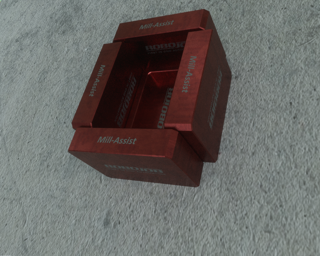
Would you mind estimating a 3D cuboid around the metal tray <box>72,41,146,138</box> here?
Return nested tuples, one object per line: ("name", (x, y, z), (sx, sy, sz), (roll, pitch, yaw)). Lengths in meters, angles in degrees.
("metal tray", (-0.058, -0.038, 0.415), (0.030, 0.090, 0.130), (1, 62, 28))

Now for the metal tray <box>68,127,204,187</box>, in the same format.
("metal tray", (-0.026, 0.034, 0.355), (0.130, 0.090, 0.030), (1, 63, 28))

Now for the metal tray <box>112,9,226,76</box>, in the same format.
("metal tray", (0.014, -0.107, 0.420), (0.130, 0.090, 0.030), (1, 63, 28))

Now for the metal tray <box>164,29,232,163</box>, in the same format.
("metal tray", (0.050, -0.036, 0.358), (0.030, 0.090, 0.130), (1, 62, 28))

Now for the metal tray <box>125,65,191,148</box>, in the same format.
("metal tray", (0.008, -0.023, 0.411), (0.090, 0.030, 0.130), (1, 62, 28))
